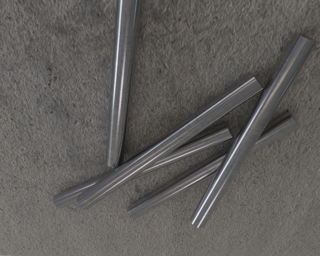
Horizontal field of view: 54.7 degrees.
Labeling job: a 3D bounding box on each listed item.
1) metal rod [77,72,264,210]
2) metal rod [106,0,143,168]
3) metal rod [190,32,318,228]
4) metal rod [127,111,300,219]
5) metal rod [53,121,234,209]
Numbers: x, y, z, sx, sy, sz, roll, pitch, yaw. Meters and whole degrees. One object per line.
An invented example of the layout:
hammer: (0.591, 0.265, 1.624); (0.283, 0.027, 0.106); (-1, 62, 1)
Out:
metal rod: (0.000, 0.028, 0.412); (0.299, 0.025, 0.025); (-36, 122, 20)
metal rod: (-0.042, -0.064, 0.352); (0.025, 0.025, 0.298); (7, 130, -6)
metal rod: (0.106, 0.024, 0.401); (0.025, 0.025, 0.298); (15, 121, -12)
metal rod: (0.063, 0.066, 0.463); (0.299, 0.025, 0.025); (-35, 122, 26)
metal rod: (-0.036, 0.061, 0.458); (0.300, 0.025, 0.025); (-24, 126, 19)
